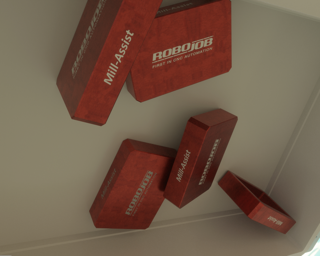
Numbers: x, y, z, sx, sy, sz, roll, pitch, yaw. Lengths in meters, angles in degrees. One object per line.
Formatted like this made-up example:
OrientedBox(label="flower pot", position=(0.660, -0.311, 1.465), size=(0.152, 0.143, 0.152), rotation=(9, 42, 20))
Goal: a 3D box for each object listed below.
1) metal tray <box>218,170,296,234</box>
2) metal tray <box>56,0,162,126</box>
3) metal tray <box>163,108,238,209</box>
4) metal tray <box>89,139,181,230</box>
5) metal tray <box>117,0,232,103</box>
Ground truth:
OrientedBox(label="metal tray", position=(0.169, 0.130, 0.538), size=(0.131, 0.090, 0.030), rotation=(31, 101, -38))
OrientedBox(label="metal tray", position=(-0.053, -0.079, 0.288), size=(0.030, 0.090, 0.129), rotation=(16, 110, -35))
OrientedBox(label="metal tray", position=(0.058, 0.041, 0.439), size=(0.091, 0.030, 0.129), rotation=(-16, 130, -51))
OrientedBox(label="metal tray", position=(-0.033, 0.084, 0.439), size=(0.091, 0.030, 0.129), rotation=(15, 111, -35))
OrientedBox(label="metal tray", position=(0.020, -0.093, 0.359), size=(0.131, 0.030, 0.089), rotation=(-21, 127, -16))
